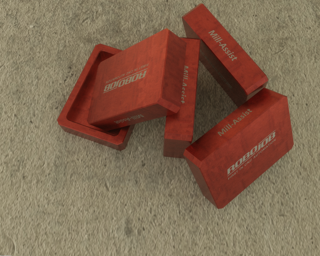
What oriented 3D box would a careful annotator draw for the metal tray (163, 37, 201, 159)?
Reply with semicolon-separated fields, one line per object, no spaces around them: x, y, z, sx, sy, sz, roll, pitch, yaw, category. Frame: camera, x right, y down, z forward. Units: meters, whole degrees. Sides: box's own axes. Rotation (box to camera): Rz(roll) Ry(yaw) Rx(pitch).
0.026;-0.035;0.388;0.030;0.090;0.130;6;71;2;metal tray

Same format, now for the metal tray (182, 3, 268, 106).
0.083;-0.088;0.406;0.030;0.090;0.130;-36;74;3;metal tray

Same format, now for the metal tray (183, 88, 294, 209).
0.098;0.025;0.367;0.131;0.090;0.030;-37;39;-12;metal tray

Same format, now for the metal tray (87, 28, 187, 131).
-0.031;-0.052;0.368;0.130;0.030;0.090;-13;63;43;metal tray

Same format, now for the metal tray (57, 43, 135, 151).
-0.068;-0.044;0.422;0.090;0.030;0.130;19;71;6;metal tray
